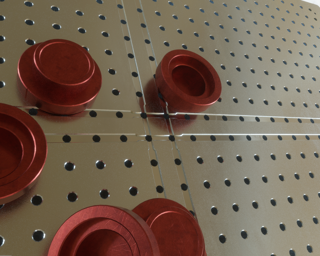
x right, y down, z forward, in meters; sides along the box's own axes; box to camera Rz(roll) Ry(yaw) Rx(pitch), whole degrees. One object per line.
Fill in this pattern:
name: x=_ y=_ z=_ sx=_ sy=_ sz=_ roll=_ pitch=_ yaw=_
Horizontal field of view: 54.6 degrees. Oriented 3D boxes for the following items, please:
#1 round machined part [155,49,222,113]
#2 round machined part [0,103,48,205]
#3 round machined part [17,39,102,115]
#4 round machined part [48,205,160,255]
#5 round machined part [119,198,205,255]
round machined part: x=0.038 y=-0.064 z=0.456 sx=0.099 sy=0.042 sz=0.098 roll=13 pitch=56 yaw=-21
round machined part: x=-0.161 y=0.027 z=0.294 sx=0.099 sy=0.042 sz=0.098 roll=13 pitch=56 yaw=-21
round machined part: x=-0.118 y=-0.068 z=0.375 sx=0.099 sy=0.042 sz=0.098 roll=13 pitch=56 yaw=-21
round machined part: x=-0.047 y=0.120 z=0.277 sx=0.098 sy=0.042 sz=0.098 roll=-4 pitch=72 yaw=14
round machined part: x=0.006 y=0.121 z=0.326 sx=0.099 sy=0.042 sz=0.098 roll=13 pitch=56 yaw=-21
